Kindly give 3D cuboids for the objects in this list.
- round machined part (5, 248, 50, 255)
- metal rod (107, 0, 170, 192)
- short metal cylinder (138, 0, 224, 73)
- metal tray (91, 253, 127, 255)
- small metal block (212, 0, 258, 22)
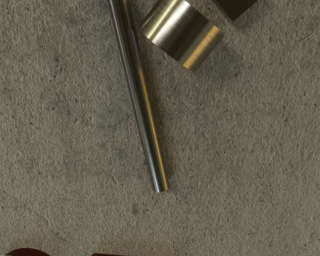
[{"bbox_3d":[-0.213,0.243,0.488,0.099,0.042,0.097,0,110,0],"label":"round machined part"},{"bbox_3d":[-0.027,-0.053,0.390,0.025,0.025,0.298,-11,110,4],"label":"metal rod"},{"bbox_3d":[0.023,-0.106,0.342,0.080,0.080,0.050,35,106,-12],"label":"short metal cylinder"},{"bbox_3d":[-0.050,0.253,0.500,0.131,0.030,0.089,6,110,-3],"label":"metal tray"},{"bbox_3d":[0.085,-0.158,0.352,0.050,0.025,0.050,-40,106,13],"label":"small metal block"}]
